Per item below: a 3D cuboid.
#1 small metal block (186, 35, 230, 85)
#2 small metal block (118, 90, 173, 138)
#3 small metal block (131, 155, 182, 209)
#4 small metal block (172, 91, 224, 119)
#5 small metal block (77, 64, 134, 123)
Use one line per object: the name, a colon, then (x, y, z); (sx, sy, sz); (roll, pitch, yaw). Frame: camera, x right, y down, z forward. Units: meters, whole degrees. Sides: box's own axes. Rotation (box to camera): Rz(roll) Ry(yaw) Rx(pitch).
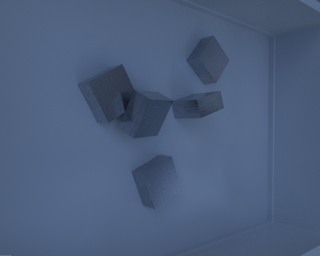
small metal block: (0.074, -0.103, 0.471); (0.050, 0.025, 0.050); (47, 62, -30)
small metal block: (-0.016, -0.017, 0.372); (0.050, 0.025, 0.050); (-4, 123, -58)
small metal block: (-0.003, 0.069, 0.406); (0.050, 0.025, 0.050); (-28, 108, -37)
small metal block: (0.053, -0.032, 0.437); (0.050, 0.050, 0.025); (-22, 104, -38)
small metal block: (-0.058, -0.040, 0.359); (0.050, 0.025, 0.050); (-37, 113, -34)
